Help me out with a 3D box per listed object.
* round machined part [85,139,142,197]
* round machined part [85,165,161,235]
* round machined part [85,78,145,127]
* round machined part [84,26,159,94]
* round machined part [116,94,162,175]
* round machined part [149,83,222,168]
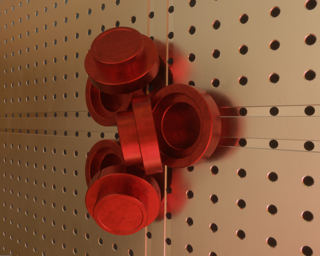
[{"bbox_3d":[-0.062,0.065,0.450,0.098,0.042,0.097,0,90,40],"label":"round machined part"},{"bbox_3d":[-0.049,0.099,0.402,0.099,0.042,0.097,1,117,1],"label":"round machined part"},{"bbox_3d":[-0.061,-0.051,0.449,0.098,0.042,0.097,0,90,40],"label":"round machined part"},{"bbox_3d":[-0.051,-0.094,0.406,0.098,0.042,0.098,-4,56,6],"label":"round machined part"},{"bbox_3d":[-0.027,0.010,0.382,0.042,0.098,0.098,-10,81,-3],"label":"round machined part"},{"bbox_3d":[0.031,-0.003,0.373,0.098,0.042,0.097,0,90,40],"label":"round machined part"}]
